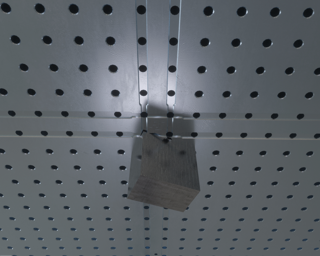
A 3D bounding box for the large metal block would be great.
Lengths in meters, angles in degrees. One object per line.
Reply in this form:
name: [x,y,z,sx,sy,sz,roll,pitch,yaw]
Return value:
large metal block: [0.004,0.059,0.426,0.080,0.080,0.050,18,128,-14]
